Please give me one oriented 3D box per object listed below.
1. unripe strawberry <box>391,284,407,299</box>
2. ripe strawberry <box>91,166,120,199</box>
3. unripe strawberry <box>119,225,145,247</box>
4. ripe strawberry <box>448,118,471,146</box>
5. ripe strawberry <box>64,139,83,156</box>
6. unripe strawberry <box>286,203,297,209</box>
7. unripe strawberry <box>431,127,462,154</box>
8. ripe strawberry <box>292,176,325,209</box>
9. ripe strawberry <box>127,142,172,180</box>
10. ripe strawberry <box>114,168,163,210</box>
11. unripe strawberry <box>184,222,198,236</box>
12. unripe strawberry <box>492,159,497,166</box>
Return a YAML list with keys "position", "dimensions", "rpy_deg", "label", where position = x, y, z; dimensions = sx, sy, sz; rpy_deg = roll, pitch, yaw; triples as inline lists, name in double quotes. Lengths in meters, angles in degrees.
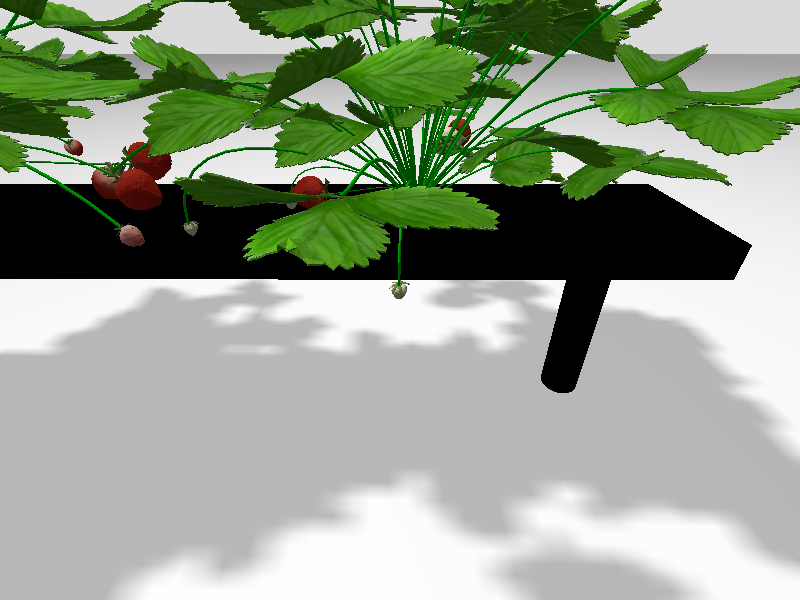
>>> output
- position: [-0.001, -0.005, 0.230]
  dimensions: [0.009, 0.010, 0.010]
  rpy_deg: [3, 33, 5]
  label: "unripe strawberry"
- position: [-0.273, -0.108, 0.377]
  dimensions: [0.030, 0.031, 0.029]
  rpy_deg: [36, 30, -17]
  label: "ripe strawberry"
- position: [-0.193, -0.045, 0.289]
  dimensions: [0.016, 0.016, 0.014]
  rpy_deg: [37, 38, -4]
  label: "unripe strawberry"
- position: [0.081, -0.231, 0.552]
  dimensions: [0.033, 0.038, 0.036]
  rpy_deg: [9, 34, 13]
  label: "ripe strawberry"
- position: [-0.423, -0.197, 0.521]
  dimensions: [0.019, 0.020, 0.020]
  rpy_deg: [2, -14, 3]
  label: "ripe strawberry"
- position: [-0.093, -0.083, 0.342]
  dimensions: [0.010, 0.010, 0.009]
  rpy_deg: [-5, 34, -8]
  label: "unripe strawberry"
- position: [0.060, -0.205, 0.515]
  dimensions: [0.040, 0.034, 0.040]
  rpy_deg: [7, 33, 11]
  label: "unripe strawberry"
- position: [-0.080, -0.093, 0.349]
  dimensions: [0.030, 0.029, 0.033]
  rpy_deg: [-3, 33, -3]
  label: "ripe strawberry"
- position: [-0.261, -0.146, 0.420]
  dimensions: [0.038, 0.040, 0.035]
  rpy_deg: [-14, 36, -21]
  label: "ripe strawberry"
- position: [-0.230, -0.096, 0.355]
  dimensions: [0.035, 0.035, 0.033]
  rpy_deg: [30, 28, -18]
  label: "ripe strawberry"
- position: [-0.158, -0.054, 0.303]
  dimensions: [0.010, 0.010, 0.011]
  rpy_deg: [-12, 35, -18]
  label: "unripe strawberry"
- position: [0.109, -0.154, 0.451]
  dimensions: [0.011, 0.011, 0.011]
  rpy_deg: [25, 41, 33]
  label: "unripe strawberry"
